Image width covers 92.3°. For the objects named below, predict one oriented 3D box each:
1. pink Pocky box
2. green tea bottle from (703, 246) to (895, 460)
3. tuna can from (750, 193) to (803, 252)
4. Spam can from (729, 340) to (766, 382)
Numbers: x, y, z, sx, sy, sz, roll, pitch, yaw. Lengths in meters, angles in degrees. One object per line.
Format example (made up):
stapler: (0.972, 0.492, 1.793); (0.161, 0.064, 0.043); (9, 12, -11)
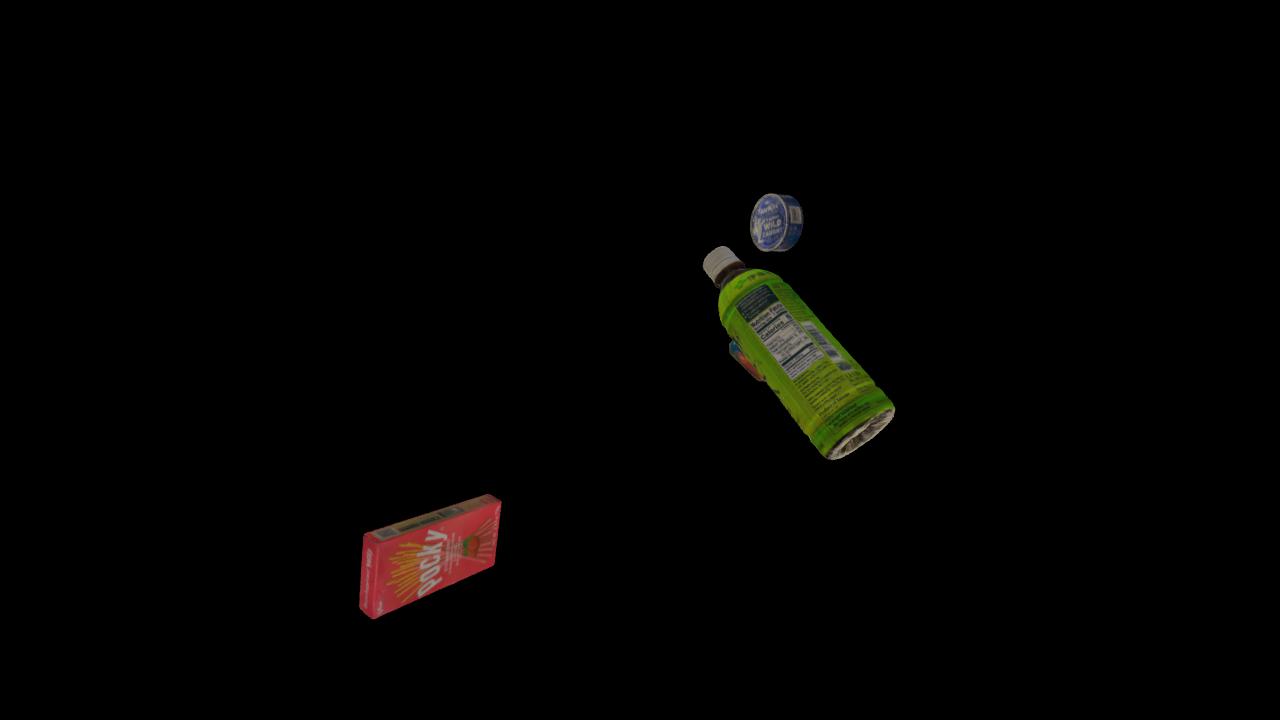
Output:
pink Pocky box: (-0.217, 0.203, 0.653); (0.029, 0.084, 0.155); (17, 14, 34)
green tea bottle: (0.123, -0.018, 0.527); (0.073, 0.212, 0.073); (-25, -27, -14)
tuna can: (0.201, -0.202, 0.908); (0.034, 0.084, 0.084); (-5, 2, -28)
Spam can: (0.203, -0.007, 0.967); (0.101, 0.058, 0.085); (42, -19, -27)
